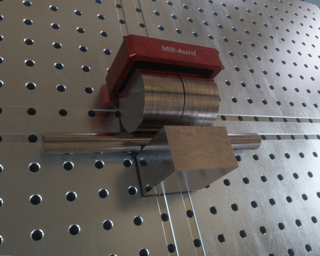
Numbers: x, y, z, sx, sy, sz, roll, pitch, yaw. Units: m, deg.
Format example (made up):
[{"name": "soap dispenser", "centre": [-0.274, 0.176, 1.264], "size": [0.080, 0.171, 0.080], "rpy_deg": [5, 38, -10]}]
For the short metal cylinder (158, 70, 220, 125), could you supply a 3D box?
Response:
[{"name": "short metal cylinder", "centre": [0.033, -0.034, 0.408], "size": [0.050, 0.080, 0.080], "rpy_deg": [2, 61, -28]}]

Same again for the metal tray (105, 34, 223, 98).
[{"name": "metal tray", "centre": [0.005, -0.072, 0.408], "size": [0.131, 0.090, 0.030], "rpy_deg": [1, 62, -28]}]

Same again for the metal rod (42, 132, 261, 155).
[{"name": "metal rod", "centre": [0.010, 0.018, 0.397], "size": [0.303, 0.025, 0.025], "rpy_deg": [1, 62, -28]}]

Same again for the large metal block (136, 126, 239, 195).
[{"name": "large metal block", "centre": [0.028, 0.038, 0.359], "size": [0.081, 0.080, 0.050], "rpy_deg": [1, 62, -28]}]

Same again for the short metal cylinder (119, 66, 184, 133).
[{"name": "short metal cylinder", "centre": [-0.013, -0.034, 0.383], "size": [0.050, 0.080, 0.080], "rpy_deg": [1, 62, -28]}]
